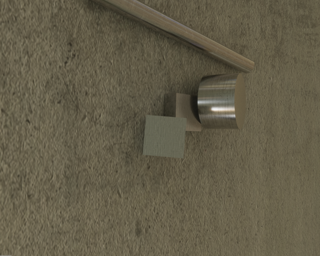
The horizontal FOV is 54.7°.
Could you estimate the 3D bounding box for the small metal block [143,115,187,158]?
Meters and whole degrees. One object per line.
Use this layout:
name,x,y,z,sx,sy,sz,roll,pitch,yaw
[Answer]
small metal block,0.007,0.011,0.394,0.050,0.025,0.050,5,86,3

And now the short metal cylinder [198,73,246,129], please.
short metal cylinder,0.092,-0.038,0.450,0.080,0.050,0.079,0,90,-64

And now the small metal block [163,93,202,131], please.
small metal block,0.032,-0.021,0.434,0.050,0.025,0.050,2,89,-40

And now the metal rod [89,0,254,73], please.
metal rod,0.038,-0.130,0.438,0.302,0.025,0.025,12,83,-40
